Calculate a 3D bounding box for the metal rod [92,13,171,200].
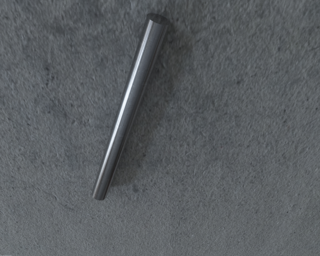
[{"bbox_3d":[-0.049,-0.002,0.404,0.025,0.025,0.298,14,129,-12],"label":"metal rod"}]
